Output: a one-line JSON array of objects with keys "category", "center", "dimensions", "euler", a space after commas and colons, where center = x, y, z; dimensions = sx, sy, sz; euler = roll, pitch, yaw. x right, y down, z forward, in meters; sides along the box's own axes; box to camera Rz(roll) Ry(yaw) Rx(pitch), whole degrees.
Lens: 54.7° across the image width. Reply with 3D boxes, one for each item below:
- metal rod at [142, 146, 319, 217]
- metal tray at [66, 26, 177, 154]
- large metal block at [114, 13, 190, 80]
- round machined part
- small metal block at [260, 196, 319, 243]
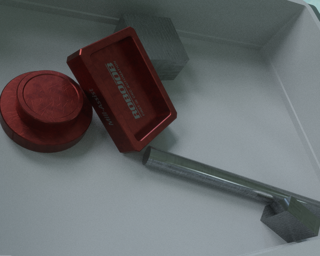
[{"category": "metal rod", "center": [0.120, 0.081, 0.422], "dimensions": [0.302, 0.025, 0.025], "euler": [19, 54, -17]}, {"category": "metal tray", "center": [-0.040, -0.046, 0.375], "dimensions": [0.091, 0.030, 0.130], "euler": [-42, 111, -40]}, {"category": "large metal block", "center": [-0.016, -0.116, 0.454], "dimensions": [0.081, 0.050, 0.080], "euler": [-8, 66, -32]}, {"category": "round machined part", "center": [-0.123, -0.025, 0.344], "dimensions": [0.099, 0.042, 0.098], "euler": [14, 56, -21]}, {"category": "small metal block", "center": [0.172, 0.122, 0.410], "dimensions": [0.050, 0.050, 0.025], "euler": [40, 51, -2]}]
